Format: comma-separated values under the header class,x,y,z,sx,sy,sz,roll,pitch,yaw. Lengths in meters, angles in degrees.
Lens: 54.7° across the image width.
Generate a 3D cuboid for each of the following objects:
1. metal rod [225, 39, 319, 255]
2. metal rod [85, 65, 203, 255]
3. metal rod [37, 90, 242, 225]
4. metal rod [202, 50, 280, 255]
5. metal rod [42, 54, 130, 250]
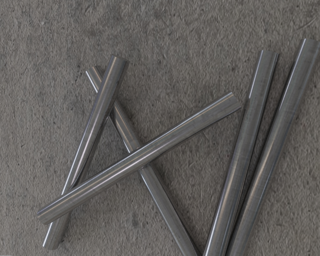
class,x,y,z,sx,sy,sz,roll,pitch,yaw
metal rod,0.125,0.045,0.364,0.025,0.025,0.298,20,97,19
metal rod,-0.023,0.046,0.416,0.025,0.025,0.299,-32,80,17
metal rod,-0.036,0.044,0.393,0.300,0.025,0.025,-32,80,13
metal rod,0.089,0.057,0.366,0.025,0.025,0.298,16,91,19
metal rod,-0.107,0.044,0.428,0.025,0.025,0.298,29,106,17
